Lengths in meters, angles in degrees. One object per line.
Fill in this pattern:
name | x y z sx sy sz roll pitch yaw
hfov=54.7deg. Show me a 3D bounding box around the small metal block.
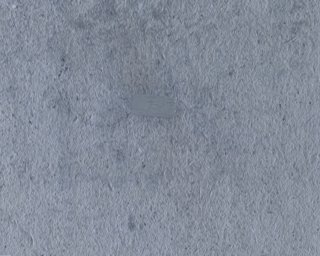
small metal block | -0.008 -0.027 0.398 0.050 0.050 0.025 5 90 -1
